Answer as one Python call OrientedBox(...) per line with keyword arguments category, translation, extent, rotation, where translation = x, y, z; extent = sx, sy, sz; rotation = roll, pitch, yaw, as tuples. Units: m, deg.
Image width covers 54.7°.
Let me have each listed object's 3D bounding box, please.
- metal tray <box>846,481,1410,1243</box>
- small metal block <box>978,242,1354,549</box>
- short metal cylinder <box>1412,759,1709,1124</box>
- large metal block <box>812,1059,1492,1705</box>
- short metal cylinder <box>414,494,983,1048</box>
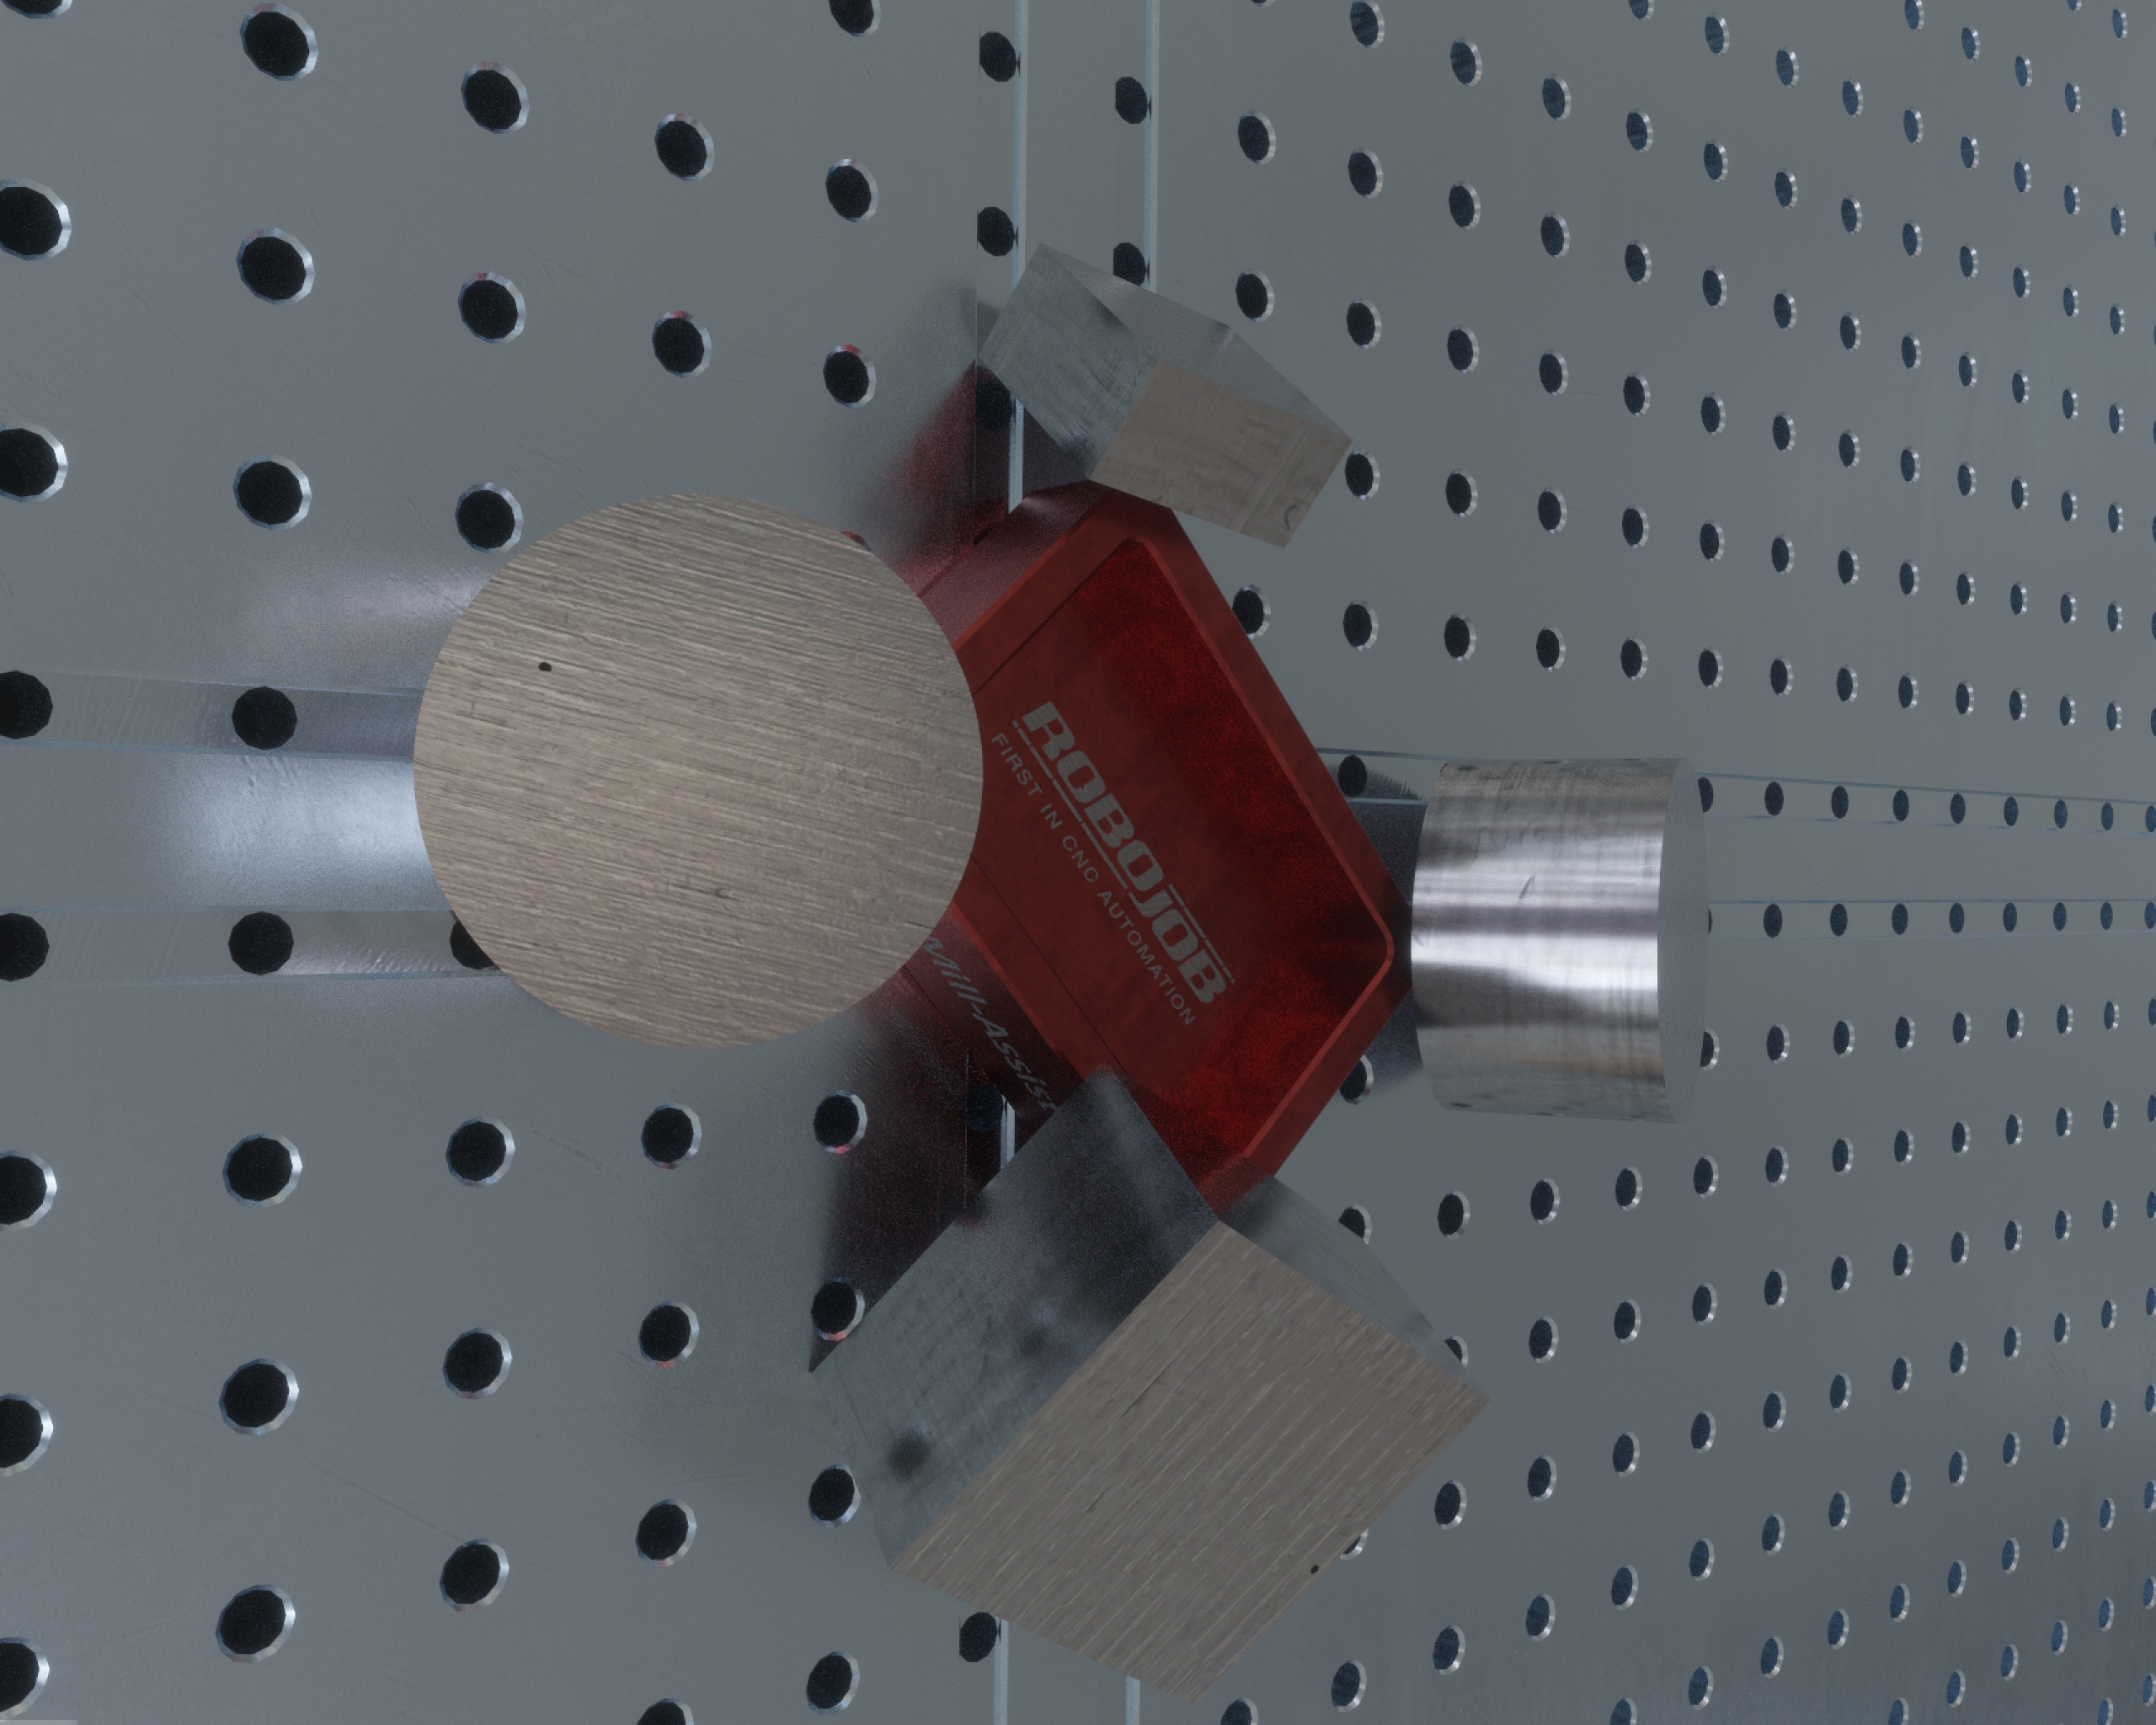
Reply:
OrientedBox(category="metal tray", translation=(0.010, 0.001, 0.413), extent=(0.090, 0.030, 0.130), rotation=(-49, 119, -29))
OrientedBox(category="small metal block", translation=(0.017, -0.090, 0.403), extent=(0.050, 0.050, 0.025), rotation=(11, 121, -39))
OrientedBox(category="short metal cylinder", translation=(0.109, 0.017, 0.464), extent=(0.080, 0.050, 0.079), rotation=(0, 90, -66))
OrientedBox(category="large metal block", translation=(0.013, 0.096, 0.382), extent=(0.080, 0.050, 0.080), rotation=(-48, 124, 6))
OrientedBox(category="short metal cylinder", translation=(-0.059, -0.013, 0.324), extent=(0.081, 0.050, 0.079), rotation=(0, 91, -15))
